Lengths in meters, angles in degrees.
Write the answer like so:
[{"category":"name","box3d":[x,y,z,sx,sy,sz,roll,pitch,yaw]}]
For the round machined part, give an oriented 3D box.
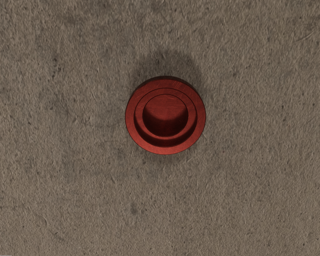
[{"category":"round machined part","box3d":[0.007,-0.019,0.394,0.099,0.042,0.097,0,110,-1]}]
